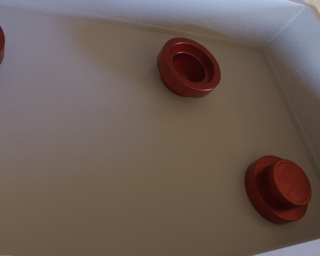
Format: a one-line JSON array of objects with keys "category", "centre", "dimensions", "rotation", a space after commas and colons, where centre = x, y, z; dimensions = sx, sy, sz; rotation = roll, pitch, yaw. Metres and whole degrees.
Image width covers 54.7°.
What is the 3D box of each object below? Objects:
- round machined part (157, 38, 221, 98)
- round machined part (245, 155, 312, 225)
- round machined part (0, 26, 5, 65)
[{"category": "round machined part", "centre": [0.040, -0.086, 0.471], "dimensions": [0.099, 0.042, 0.098], "rotation": [14, 56, -21]}, {"category": "round machined part", "centre": [0.174, 0.083, 0.440], "dimensions": [0.099, 0.042, 0.098], "rotation": [14, 56, -21]}, {"category": "round machined part", "centre": [-0.221, -0.086, 0.328], "dimensions": [0.099, 0.042, 0.098], "rotation": [14, 56, -21]}]
